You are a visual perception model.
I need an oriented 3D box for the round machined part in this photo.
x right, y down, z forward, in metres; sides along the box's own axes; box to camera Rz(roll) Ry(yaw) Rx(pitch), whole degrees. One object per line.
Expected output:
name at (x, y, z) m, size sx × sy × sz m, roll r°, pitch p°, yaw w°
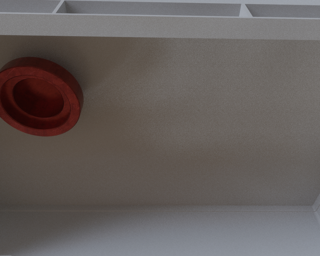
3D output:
round machined part at (-0.139, -0.040, 0.362) m, size 0.099 × 0.042 × 0.097 m, roll -1°, pitch 130°, yaw 0°
